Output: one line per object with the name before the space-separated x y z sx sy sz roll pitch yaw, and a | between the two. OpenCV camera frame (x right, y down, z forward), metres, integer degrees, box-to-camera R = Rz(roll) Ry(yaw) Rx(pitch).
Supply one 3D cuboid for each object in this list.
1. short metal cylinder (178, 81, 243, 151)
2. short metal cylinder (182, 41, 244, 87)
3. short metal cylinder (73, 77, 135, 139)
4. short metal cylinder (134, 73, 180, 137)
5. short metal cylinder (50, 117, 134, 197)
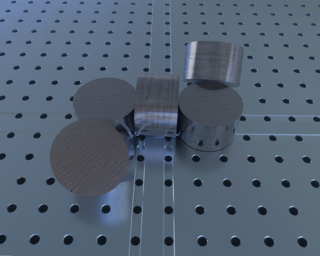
short metal cylinder | 0.063 -0.016 0.405 0.081 0.050 0.080 0 50 0
short metal cylinder | 0.075 -0.088 0.438 0.080 0.080 0.050 7 92 5
short metal cylinder | -0.069 -0.021 0.407 0.081 0.050 0.080 0 50 0
short metal cylinder | -0.002 -0.029 0.396 0.050 0.080 0.080 4 50 3
short metal cylinder | -0.071 0.029 0.339 0.081 0.050 0.079 0 94 1
